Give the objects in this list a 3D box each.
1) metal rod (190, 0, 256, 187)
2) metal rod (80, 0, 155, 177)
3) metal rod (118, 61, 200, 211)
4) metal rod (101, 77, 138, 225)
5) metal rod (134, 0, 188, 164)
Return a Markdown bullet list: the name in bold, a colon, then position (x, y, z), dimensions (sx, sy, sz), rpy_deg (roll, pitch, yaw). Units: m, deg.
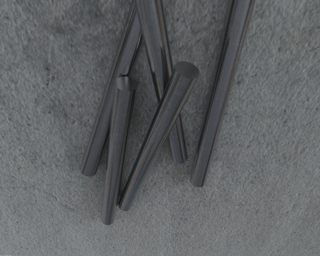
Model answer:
- **metal rod**: position (0.070, -0.032, 0.381), dimensions (0.025, 0.025, 0.298), rpy_deg (3, 130, -3)
- **metal rod**: position (-0.053, -0.045, 0.368), dimensions (0.025, 0.025, 0.298), rpy_deg (16, 128, -14)
- **metal rod**: position (-0.016, 0.036, 0.405), dimensions (0.025, 0.025, 0.298), rpy_deg (12, 139, -11)
- **metal rod**: position (-0.063, 0.055, 0.436), dimensions (0.025, 0.025, 0.298), rpy_deg (8, 135, -7)
- **metal rod**: position (0.003, -0.058, 0.335), dimensions (0.025, 0.025, 0.299), rpy_deg (-7, 137, 6)
